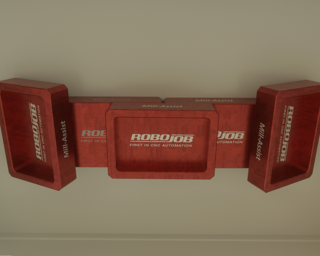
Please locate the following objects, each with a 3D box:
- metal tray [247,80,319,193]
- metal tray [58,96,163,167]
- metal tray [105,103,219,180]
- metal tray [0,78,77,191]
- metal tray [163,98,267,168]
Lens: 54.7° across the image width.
[{"bbox_3d":[0.160,0.009,0.391,0.091,0.030,0.129,-11,113,-27],"label":"metal tray"},{"bbox_3d":[-0.062,0.006,0.409,0.131,0.030,0.089,0,110,0],"label":"metal tray"},{"bbox_3d":[0.002,0.016,0.381,0.131,0.030,0.089,1,110,0],"label":"metal tray"},{"bbox_3d":[-0.155,0.007,0.389,0.090,0.030,0.129,10,112,23],"label":"metal tray"},{"bbox_3d":[0.069,0.007,0.411,0.131,0.030,0.089,0,110,0],"label":"metal tray"}]
